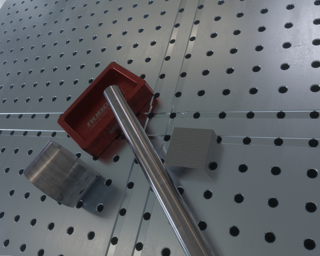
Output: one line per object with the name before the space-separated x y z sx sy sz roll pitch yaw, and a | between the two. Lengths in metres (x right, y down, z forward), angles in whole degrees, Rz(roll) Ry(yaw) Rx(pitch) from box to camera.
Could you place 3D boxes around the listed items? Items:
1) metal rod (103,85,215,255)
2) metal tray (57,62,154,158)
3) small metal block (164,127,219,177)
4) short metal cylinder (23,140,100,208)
metal rod | -0.001 0.058 0.351 0.025 0.025 0.299 -35 58 5
metal tray | -0.083 -0.031 0.467 0.130 0.030 0.090 -49 52 -6
small metal block | 0.038 0.028 0.371 0.050 0.025 0.050 4 63 29
short metal cylinder | -0.127 0.059 0.403 0.080 0.080 0.050 30 79 37
